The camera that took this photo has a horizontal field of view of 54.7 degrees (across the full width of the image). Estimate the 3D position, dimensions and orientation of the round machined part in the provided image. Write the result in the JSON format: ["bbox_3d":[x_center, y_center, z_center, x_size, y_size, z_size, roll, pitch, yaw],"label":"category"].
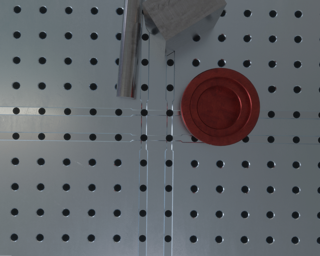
[{"bbox_3d":[0.075,-0.026,0.405,0.099,0.042,0.097,0,90,0],"label":"round machined part"}]

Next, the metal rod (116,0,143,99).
[{"bbox_3d":[-0.033,-0.189,0.412,0.025,0.025,0.298,5,90,0],"label":"metal rod"}]

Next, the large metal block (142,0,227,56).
[{"bbox_3d":[0.027,-0.139,0.386,0.080,0.080,0.050,-32,90,0],"label":"large metal block"}]
